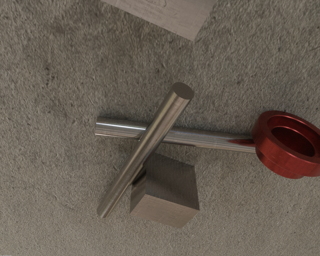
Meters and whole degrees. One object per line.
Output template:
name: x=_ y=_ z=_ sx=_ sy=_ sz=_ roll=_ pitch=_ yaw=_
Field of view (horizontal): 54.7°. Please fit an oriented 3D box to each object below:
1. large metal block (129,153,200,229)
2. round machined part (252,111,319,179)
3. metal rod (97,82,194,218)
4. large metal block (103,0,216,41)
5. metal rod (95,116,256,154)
large metal block: x=0.006 y=0.088 z=0.446 sx=0.080 sy=0.080 sz=0.050 roll=21 pitch=127 yaw=-18
round machined part: x=0.159 y=0.024 z=0.382 sx=0.099 sy=0.098 sz=0.042 roll=12 pitch=127 yaw=-10
metal rod: x=-0.036 y=0.051 z=0.424 sx=0.025 sy=0.025 sz=0.298 roll=18 pitch=136 yaw=-16
large metal block: x=0.001 y=-0.128 z=0.262 sx=0.081 sy=0.080 sz=0.050 roll=19 pitch=127 yaw=-16
metal rod: x=0.066 y=0.015 z=0.421 sx=0.302 sy=0.025 sz=0.025 roll=7 pitch=130 yaw=-7
